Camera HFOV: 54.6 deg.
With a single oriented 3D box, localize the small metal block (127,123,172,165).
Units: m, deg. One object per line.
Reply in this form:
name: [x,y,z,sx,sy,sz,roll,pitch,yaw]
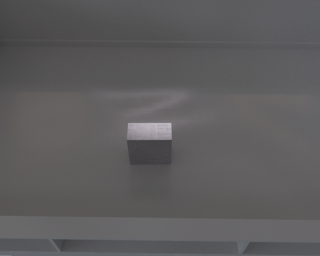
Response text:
small metal block: [-0.012,0.020,0.373,0.050,0.050,0.025,0,50,0]
